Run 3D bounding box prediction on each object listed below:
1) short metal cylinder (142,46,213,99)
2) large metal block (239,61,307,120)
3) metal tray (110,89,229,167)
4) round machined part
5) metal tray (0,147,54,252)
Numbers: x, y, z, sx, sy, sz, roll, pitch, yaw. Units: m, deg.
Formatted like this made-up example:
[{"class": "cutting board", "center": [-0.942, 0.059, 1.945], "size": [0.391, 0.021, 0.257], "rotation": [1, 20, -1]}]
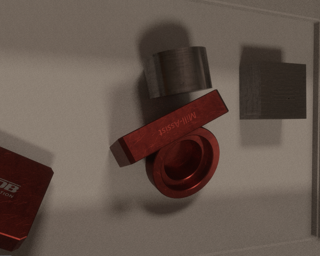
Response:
[{"class": "short metal cylinder", "center": [0.022, -0.068, 0.390], "size": [0.081, 0.080, 0.050], "rotation": [-12, 94, -20]}, {"class": "large metal block", "center": [0.167, -0.053, 0.461], "size": [0.081, 0.050, 0.079], "rotation": [-1, 90, -20]}, {"class": "metal tray", "center": [0.008, 0.003, 0.377], "size": [0.131, 0.090, 0.030], "rotation": [-28, 89, -18]}, {"class": "round machined part", "center": [0.025, 0.038, 0.401], "size": [0.099, 0.042, 0.097], "rotation": [-11, 113, -26]}, {"class": "metal tray", "center": [-0.186, 0.057, 0.310], "size": [0.131, 0.030, 0.090], "rotation": [28, 37, -19]}]
